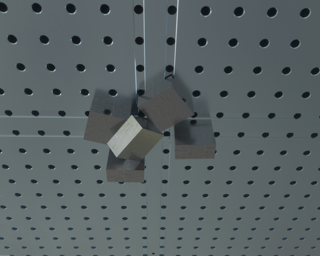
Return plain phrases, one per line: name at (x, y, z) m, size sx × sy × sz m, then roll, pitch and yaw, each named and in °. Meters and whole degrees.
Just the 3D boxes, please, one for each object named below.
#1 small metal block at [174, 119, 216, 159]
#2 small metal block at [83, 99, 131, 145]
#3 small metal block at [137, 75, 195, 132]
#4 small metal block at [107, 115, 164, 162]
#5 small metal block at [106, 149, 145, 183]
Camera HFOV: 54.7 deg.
small metal block at (0.044, 0.014, 0.408) m, size 0.050 × 0.050 × 0.025 m, roll -1°, pitch 130°, yaw 0°
small metal block at (-0.069, -0.005, 0.406) m, size 0.050 × 0.025 × 0.050 m, roll 13°, pitch 129°, yaw -12°
small metal block at (0.008, -0.029, 0.387) m, size 0.050 × 0.025 × 0.050 m, roll -28°, pitch 125°, yaw 21°
small metal block at (-0.031, 0.015, 0.401) m, size 0.050 × 0.025 × 0.050 m, roll -48°, pitch 149°, yaw 14°
small metal block at (-0.047, 0.049, 0.436) m, size 0.050 × 0.050 × 0.025 m, roll 2°, pitch 130°, yaw -2°
